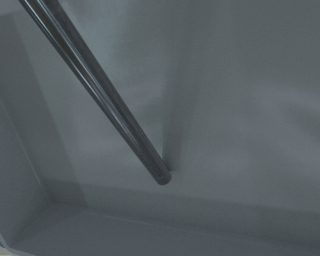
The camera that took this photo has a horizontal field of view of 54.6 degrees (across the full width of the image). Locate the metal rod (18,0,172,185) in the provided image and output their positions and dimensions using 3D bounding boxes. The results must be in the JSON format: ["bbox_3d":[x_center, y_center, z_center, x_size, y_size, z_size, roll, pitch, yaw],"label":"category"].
[{"bbox_3d":[-0.046,-0.016,0.344,0.025,0.025,0.300,3,145,27],"label":"metal rod"}]
